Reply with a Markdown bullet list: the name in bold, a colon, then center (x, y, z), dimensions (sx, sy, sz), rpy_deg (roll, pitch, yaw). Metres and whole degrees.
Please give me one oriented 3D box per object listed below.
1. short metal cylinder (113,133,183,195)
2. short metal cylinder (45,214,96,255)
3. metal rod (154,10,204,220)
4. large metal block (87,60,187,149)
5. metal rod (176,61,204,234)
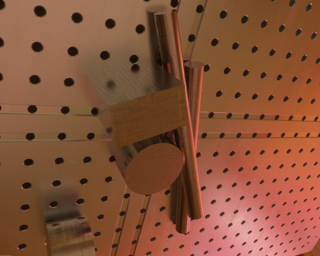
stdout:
- **short metal cylinder**: center (-0.016, 0.041, 0.412), dimensions (0.081, 0.050, 0.079), rpy_deg (-14, 124, -21)
- **short metal cylinder**: center (-0.120, 0.160, 0.409), dimensions (0.050, 0.080, 0.079), rpy_deg (-6, 121, -26)
- **metal rod**: center (0.031, 0.003, 0.407), dimensions (0.025, 0.025, 0.298), rpy_deg (-20, 120, -17)
- **large metal block**: center (-0.026, -0.031, 0.342), dimensions (0.081, 0.080, 0.050), rpy_deg (-18, 126, -18)
- **metal rod**: center (0.041, 0.048, 0.463), dimensions (0.025, 0.025, 0.298), rpy_deg (-13, 124, -21)
